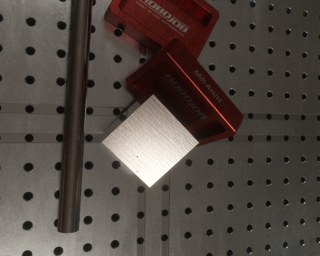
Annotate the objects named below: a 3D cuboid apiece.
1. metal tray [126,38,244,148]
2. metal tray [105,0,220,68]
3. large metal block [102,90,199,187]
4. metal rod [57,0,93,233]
[{"bbox_3d":[0.029,-0.036,0.387,0.130,0.090,0.030,47,54,-15],"label":"metal tray"},{"bbox_3d":[0.005,-0.150,0.412,0.131,0.030,0.090,30,80,-18],"label":"metal tray"},{"bbox_3d":[-0.013,0.011,0.384,0.080,0.050,0.080,-43,105,3],"label":"large metal block"},{"bbox_3d":[-0.102,-0.026,0.375,0.025,0.025,0.298,4,89,-20],"label":"metal rod"}]
